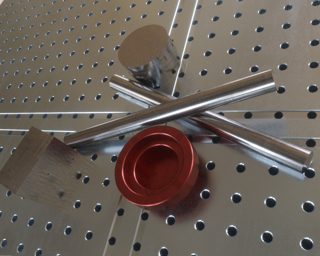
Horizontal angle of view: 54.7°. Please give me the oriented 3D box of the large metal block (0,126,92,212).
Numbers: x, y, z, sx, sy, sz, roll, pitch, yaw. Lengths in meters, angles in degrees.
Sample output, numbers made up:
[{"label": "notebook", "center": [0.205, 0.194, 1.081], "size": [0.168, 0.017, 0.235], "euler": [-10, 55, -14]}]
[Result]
[{"label": "large metal block", "center": [-0.153, 0.056, 0.416], "size": [0.050, 0.080, 0.080], "euler": [19, 72, 35]}]

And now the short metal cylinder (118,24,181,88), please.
[{"label": "short metal cylinder", "center": [-0.015, -0.107, 0.464], "size": [0.080, 0.050, 0.080], "euler": [-13, 56, 20]}]

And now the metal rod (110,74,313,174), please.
[{"label": "metal rod", "center": [0.039, -0.019, 0.398], "size": [0.300, 0.025, 0.025], "euler": [26, 76, 36]}]

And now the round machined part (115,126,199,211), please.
[{"label": "round machined part", "center": [0.000, 0.049, 0.366], "size": [0.098, 0.042, 0.098], "euler": [-13, 56, 20]}]

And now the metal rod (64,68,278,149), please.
[{"label": "metal rod", "center": [-0.007, -0.015, 0.394], "size": [0.300, 0.025, 0.025], "euler": [-16, 55, 28]}]
